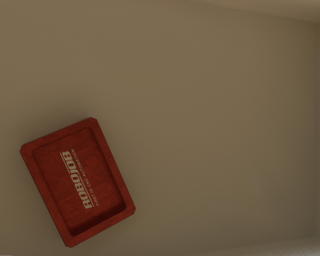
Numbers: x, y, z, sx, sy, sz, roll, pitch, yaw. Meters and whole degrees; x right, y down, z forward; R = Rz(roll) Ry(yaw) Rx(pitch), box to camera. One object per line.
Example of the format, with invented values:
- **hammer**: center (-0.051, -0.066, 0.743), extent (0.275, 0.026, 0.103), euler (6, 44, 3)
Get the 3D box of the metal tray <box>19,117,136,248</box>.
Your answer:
- **metal tray**: center (-0.096, 0.062, 0.372), extent (0.091, 0.030, 0.129), euler (-25, 98, -18)
